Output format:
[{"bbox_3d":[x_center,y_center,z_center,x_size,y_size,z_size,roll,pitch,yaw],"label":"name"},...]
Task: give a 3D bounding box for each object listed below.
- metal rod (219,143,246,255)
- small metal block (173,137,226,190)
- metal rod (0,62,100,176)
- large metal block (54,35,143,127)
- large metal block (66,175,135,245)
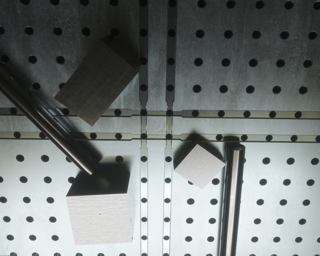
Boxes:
[{"bbox_3d":[0.106,0.165,0.475,0.025,0.025,0.298,-1,110,0],"label":"metal rod"},{"bbox_3d":[0.054,0.049,0.432,0.050,0.025,0.050,35,106,-12],"label":"small metal block"},{"bbox_3d":[-0.188,-0.050,0.392,0.025,0.025,0.300,-37,106,12],"label":"metal rod"},{"bbox_3d":[-0.067,-0.059,0.362,0.050,0.080,0.080,39,105,-13],"label":"large metal block"},{"bbox_3d":[-0.081,0.116,0.442,0.080,0.050,0.079,-3,110,1],"label":"large metal block"}]
